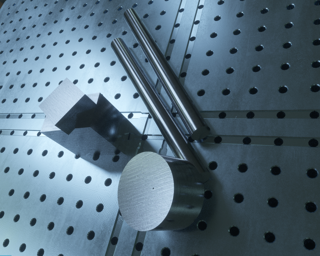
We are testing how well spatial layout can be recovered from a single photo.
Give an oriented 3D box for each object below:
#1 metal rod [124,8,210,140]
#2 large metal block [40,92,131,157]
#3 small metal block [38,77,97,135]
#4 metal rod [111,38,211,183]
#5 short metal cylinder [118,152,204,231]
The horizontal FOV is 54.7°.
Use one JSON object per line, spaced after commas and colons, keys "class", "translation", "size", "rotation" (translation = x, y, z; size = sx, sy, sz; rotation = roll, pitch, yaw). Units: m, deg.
{"class": "metal rod", "translation": [-0.002, -0.099, 0.470], "size": [0.025, 0.025, 0.300], "rotation": [-32, 52, 7]}
{"class": "large metal block", "translation": [-0.098, -0.001, 0.425], "size": [0.080, 0.080, 0.050], "rotation": [-5, 60, 25]}
{"class": "small metal block", "translation": [-0.114, -0.028, 0.382], "size": [0.050, 0.025, 0.050], "rotation": [-47, 51, -5]}
{"class": "metal rod", "translation": [-0.014, -0.043, 0.441], "size": [0.025, 0.025, 0.300], "rotation": [-35, 51, 5]}
{"class": "short metal cylinder", "translation": [0.000, 0.069, 0.334], "size": [0.080, 0.050, 0.080], "rotation": [-15, 67, 39]}
